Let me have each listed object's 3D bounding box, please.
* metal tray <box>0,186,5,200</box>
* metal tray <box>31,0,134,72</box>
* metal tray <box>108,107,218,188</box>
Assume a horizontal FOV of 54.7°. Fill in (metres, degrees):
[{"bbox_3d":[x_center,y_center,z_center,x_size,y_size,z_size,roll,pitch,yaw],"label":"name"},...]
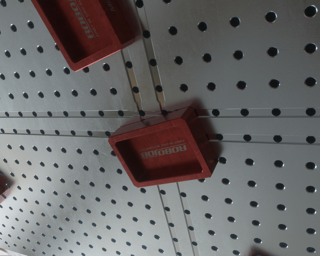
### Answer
[{"bbox_3d":[-0.422,0.128,0.705,0.130,0.030,0.090,42,129,-1],"label":"metal tray"},{"bbox_3d":[-0.099,-0.143,0.370,0.090,0.030,0.129,-16,111,34],"label":"metal tray"},{"bbox_3d":[0.002,0.031,0.424,0.130,0.030,0.090,-15,111,34],"label":"metal tray"}]
